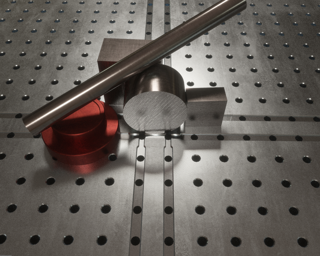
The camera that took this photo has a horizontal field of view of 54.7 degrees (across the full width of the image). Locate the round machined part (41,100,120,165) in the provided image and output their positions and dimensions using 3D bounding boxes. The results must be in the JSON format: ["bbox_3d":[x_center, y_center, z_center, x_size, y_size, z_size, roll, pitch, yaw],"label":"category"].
[{"bbox_3d":[-0.103,-0.005,0.399,0.099,0.042,0.098,0,50,0],"label":"round machined part"}]

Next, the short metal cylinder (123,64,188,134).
[{"bbox_3d":[-0.006,-0.036,0.402,0.081,0.080,0.050,-1,50,-2],"label":"short metal cylinder"}]

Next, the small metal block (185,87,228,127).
[{"bbox_3d":[0.059,-0.027,0.415,0.050,0.050,0.025,-2,50,-2],"label":"small metal block"}]

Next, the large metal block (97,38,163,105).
[{"bbox_3d":[-0.038,-0.076,0.436,0.080,0.080,0.050,3,50,2],"label":"large metal block"}]

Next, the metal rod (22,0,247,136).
[{"bbox_3d":[-0.025,-0.081,0.375,0.301,0.025,0.025,-32,56,-6],"label":"metal rod"}]
